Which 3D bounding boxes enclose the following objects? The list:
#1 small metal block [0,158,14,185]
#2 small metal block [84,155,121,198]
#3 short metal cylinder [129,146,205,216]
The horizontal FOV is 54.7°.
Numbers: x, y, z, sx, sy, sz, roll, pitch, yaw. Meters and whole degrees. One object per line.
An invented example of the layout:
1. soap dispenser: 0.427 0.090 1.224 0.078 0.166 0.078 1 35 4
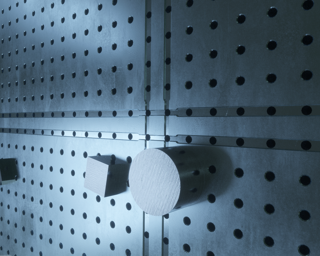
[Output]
1. small metal block: -0.359 0.100 0.701 0.050 0.025 0.050 -26 74 36
2. small metal block: -0.090 0.074 0.481 0.050 0.025 0.050 15 99 38
3. short metal cylinder: 0.008 0.064 0.385 0.080 0.050 0.079 0 90 39
